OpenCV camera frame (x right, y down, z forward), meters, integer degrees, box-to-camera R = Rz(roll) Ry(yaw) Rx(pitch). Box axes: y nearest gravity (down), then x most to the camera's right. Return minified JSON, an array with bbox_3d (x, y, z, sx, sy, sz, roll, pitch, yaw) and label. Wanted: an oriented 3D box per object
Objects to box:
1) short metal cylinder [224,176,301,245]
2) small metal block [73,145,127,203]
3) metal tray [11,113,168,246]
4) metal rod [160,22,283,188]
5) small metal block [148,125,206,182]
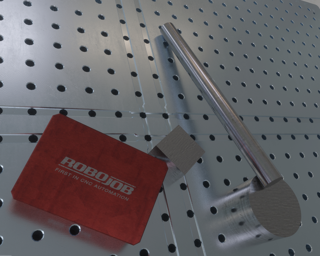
[{"bbox_3d":[0.131,0.104,0.399,0.081,0.050,0.080,14,56,-21],"label":"short metal cylinder"},{"bbox_3d":[-0.065,0.052,0.341,0.050,0.025,0.050,17,55,-18],"label":"small metal block"},{"bbox_3d":[-0.067,0.053,0.319,0.131,0.030,0.090,26,71,-12],"label":"metal tray"},{"bbox_3d":[0.074,-0.050,0.444,0.025,0.025,0.299,-9,56,-32],"label":"metal rod"},{"bbox_3d":[0.022,0.032,0.400,0.050,0.025,0.050,46,51,4],"label":"small metal block"}]
